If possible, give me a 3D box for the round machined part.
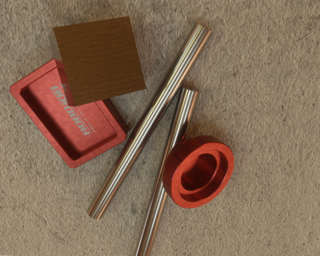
[{"bbox_3d":[0.045,0.053,0.406,0.099,0.042,0.097,-15,122,-25],"label":"round machined part"}]

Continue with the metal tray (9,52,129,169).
[{"bbox_3d":[-0.112,-0.022,0.397,0.090,0.030,0.130,-29,108,10],"label":"metal tray"}]

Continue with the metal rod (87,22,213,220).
[{"bbox_3d":[-0.021,0.003,0.410,0.025,0.025,0.298,28,107,-10],"label":"metal rod"}]

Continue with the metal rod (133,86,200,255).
[{"bbox_3d":[0.002,0.086,0.441,0.025,0.025,0.298,13,109,-5],"label":"metal rod"}]

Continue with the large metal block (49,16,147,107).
[{"bbox_3d":[-0.070,-0.073,0.346,0.081,0.050,0.079,-18,102,-22],"label":"large metal block"}]
